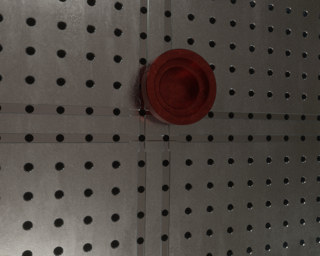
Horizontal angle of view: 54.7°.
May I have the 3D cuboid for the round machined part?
[{"bbox_3d":[0.022,-0.052,0.413,0.099,0.042,0.097,0,90,-21],"label":"round machined part"}]
